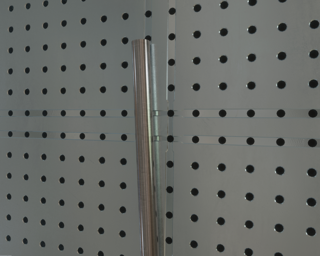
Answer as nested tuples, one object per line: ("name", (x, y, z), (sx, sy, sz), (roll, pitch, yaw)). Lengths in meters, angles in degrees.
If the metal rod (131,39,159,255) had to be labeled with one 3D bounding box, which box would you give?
("metal rod", (-0.020, 0.032, 0.419), (0.025, 0.025, 0.298), (-3, 89, 20))
